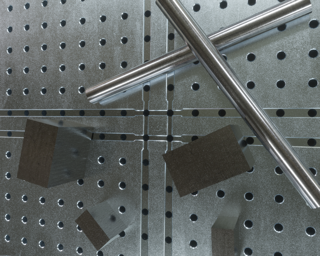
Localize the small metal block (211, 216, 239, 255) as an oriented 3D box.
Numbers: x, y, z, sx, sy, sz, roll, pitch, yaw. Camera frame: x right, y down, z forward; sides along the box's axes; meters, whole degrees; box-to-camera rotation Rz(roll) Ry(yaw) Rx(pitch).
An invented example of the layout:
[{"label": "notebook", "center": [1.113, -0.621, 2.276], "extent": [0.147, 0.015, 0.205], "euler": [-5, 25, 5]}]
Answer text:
[{"label": "small metal block", "center": [0.079, 0.138, 0.371], "extent": [0.025, 0.050, 0.050], "euler": [-2, 89, 20]}]

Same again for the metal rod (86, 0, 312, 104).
[{"label": "metal rod", "center": [0.034, -0.095, 0.400], "extent": [0.300, 0.025, 0.025], "euler": [-20, 84, 18]}]

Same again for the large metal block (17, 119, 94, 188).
[{"label": "large metal block", "center": [-0.144, 0.032, 0.434], "extent": [0.050, 0.080, 0.080], "euler": [13, 95, 19]}]

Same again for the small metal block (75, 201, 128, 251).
[{"label": "small metal block", "center": [-0.080, 0.133, 0.427], "extent": [0.025, 0.050, 0.050], "euler": [-46, 76, 14]}]

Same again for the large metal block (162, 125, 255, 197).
[{"label": "large metal block", "center": [0.060, 0.035, 0.362], "extent": [0.080, 0.080, 0.050], "euler": [-26, 82, 18]}]

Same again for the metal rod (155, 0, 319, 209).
[{"label": "metal rod", "center": [0.092, -0.037, 0.361], "extent": [0.025, 0.025, 0.299], "euler": [-37, 85, 16]}]
